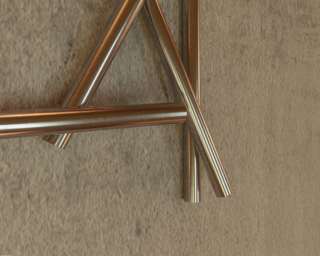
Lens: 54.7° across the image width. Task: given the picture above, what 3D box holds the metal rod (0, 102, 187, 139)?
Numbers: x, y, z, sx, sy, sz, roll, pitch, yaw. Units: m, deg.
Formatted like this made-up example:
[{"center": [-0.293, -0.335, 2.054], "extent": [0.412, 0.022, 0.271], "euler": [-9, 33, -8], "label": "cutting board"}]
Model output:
[{"center": [-0.105, -0.006, 0.286], "extent": [0.303, 0.025, 0.025], "euler": [-5, 94, -31], "label": "metal rod"}]

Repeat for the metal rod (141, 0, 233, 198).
[{"center": [0.033, -0.044, 0.411], "extent": [0.025, 0.025, 0.299], "euler": [-30, 102, -36], "label": "metal rod"}]

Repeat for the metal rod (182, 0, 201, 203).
[{"center": [0.046, -0.045, 0.444], "extent": [0.025, 0.025, 0.298], "euler": [-1, 91, -40], "label": "metal rod"}]

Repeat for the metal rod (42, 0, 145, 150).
[{"center": [-0.046, -0.115, 0.347], "extent": [0.025, 0.025, 0.299], "euler": [34, 75, -35], "label": "metal rod"}]
